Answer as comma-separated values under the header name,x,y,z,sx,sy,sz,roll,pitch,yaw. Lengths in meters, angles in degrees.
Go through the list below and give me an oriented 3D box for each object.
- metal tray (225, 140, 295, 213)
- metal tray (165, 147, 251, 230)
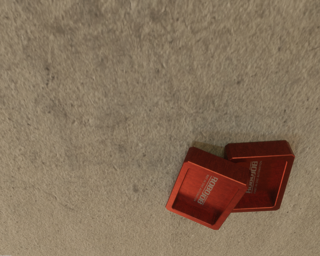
name,x,y,z,sx,sy,sz,roll,pitch,yaw
metal tray,0.143,0.078,0.472,0.091,0.030,0.129,-4,130,2
metal tray,0.066,0.093,0.457,0.090,0.030,0.129,22,135,6
